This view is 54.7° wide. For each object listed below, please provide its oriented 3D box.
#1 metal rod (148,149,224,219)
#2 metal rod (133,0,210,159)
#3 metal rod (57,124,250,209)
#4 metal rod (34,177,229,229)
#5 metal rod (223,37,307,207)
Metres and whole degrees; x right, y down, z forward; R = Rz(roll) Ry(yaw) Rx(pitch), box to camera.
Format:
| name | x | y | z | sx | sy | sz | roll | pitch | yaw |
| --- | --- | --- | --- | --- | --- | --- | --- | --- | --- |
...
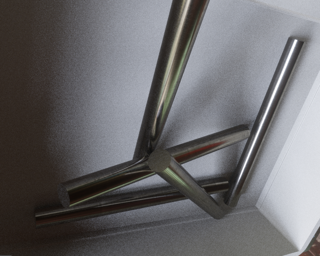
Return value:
| name | x | y | z | sx | sy | sz | roll | pitch | yaw |
| --- | --- | --- | --- | --- | --- | --- | --- | --- | --- |
| metal rod | 0.053 | 0.094 | 0.441 | 0.025 | 0.025 | 0.300 | -41 | 147 | 0 |
| metal rod | -0.001 | -0.024 | 0.313 | 0.025 | 0.025 | 0.298 | -13 | 150 | -21 |
| metal rod | 0.020 | 0.035 | 0.390 | 0.302 | 0.025 | 0.025 | -15 | 126 | -41 |
| metal rod | -0.024 | 0.106 | 0.462 | 0.303 | 0.025 | 0.025 | -4 | 120 | -27 |
| metal rod | 0.162 | 0.005 | 0.502 | 0.025 | 0.025 | 0.298 | 0 | 119 | -29 |
